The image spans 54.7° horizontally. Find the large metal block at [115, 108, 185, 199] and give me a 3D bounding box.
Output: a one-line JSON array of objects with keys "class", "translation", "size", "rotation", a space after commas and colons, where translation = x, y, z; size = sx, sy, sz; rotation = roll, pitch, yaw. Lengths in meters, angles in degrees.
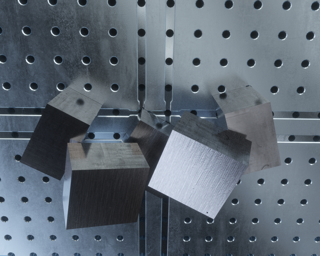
[{"class": "large metal block", "translation": [-0.011, 0.033, 0.411], "size": [0.080, 0.050, 0.080], "rotation": [31, 107, -11]}]

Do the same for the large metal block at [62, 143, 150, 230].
[{"class": "large metal block", "translation": [-0.064, 0.064, 0.353], "size": [0.081, 0.050, 0.079], "rotation": [1, 119, -23]}]

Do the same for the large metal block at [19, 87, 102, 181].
[{"class": "large metal block", "translation": [-0.119, 0.004, 0.383], "size": [0.050, 0.080, 0.080], "rotation": [28, 107, -10]}]

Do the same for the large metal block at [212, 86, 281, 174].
[{"class": "large metal block", "translation": [0.105, 0.000, 0.385], "size": [0.050, 0.080, 0.080], "rotation": [-15, 110, 5]}]

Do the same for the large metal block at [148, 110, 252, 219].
[{"class": "large metal block", "translation": [0.043, 0.040, 0.341], "size": [0.080, 0.050, 0.079], "rotation": [26, 122, 6]}]
